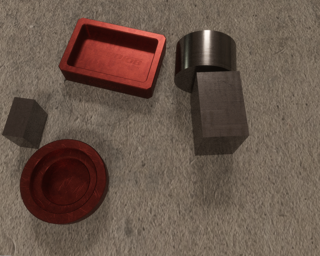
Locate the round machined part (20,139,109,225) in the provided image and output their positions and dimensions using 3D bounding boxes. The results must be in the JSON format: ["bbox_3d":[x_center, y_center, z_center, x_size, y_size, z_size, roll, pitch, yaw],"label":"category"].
[{"bbox_3d":[-0.111,0.066,0.374,0.099,0.042,0.098,0,70,-1],"label":"round machined part"}]

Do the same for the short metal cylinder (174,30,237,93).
[{"bbox_3d":[0.060,-0.084,0.410,0.081,0.080,0.050,4,70,1],"label":"short metal cylinder"}]

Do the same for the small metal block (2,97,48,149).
[{"bbox_3d":[-0.170,-0.005,0.395,0.025,0.050,0.050,7,70,2],"label":"small metal block"}]

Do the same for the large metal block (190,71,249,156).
[{"bbox_3d":[0.070,-0.015,0.385,0.050,0.080,0.080,-2,70,-1],"label":"large metal block"}]

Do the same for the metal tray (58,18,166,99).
[{"bbox_3d":[-0.064,-0.100,0.441,0.131,0.030,0.090,14,70,4],"label":"metal tray"}]
